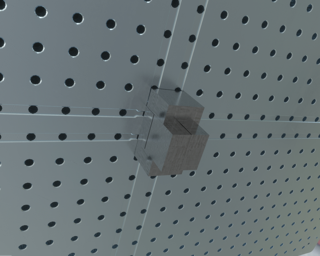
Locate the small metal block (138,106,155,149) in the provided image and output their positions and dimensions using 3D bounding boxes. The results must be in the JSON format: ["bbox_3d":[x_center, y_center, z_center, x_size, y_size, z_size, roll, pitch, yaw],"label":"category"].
[{"bbox_3d":[0.003,0.000,0.412,0.050,0.025,0.050,2,117,-28],"label":"small metal block"}]

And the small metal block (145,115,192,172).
[{"bbox_3d":[0.008,0.018,0.377,0.025,0.050,0.050,2,118,-29],"label":"small metal block"}]

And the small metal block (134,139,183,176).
[{"bbox_3d":[0.000,0.039,0.418,0.050,0.050,0.025,1,118,-29],"label":"small metal block"}]

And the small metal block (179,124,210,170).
[{"bbox_3d":[0.031,0.018,0.390,0.025,0.050,0.050,2,117,-28],"label":"small metal block"}]

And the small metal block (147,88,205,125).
[{"bbox_3d":[0.019,-0.026,0.387,0.050,0.050,0.025,2,118,-29],"label":"small metal block"}]
